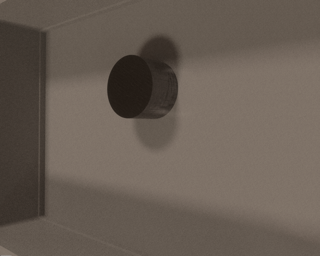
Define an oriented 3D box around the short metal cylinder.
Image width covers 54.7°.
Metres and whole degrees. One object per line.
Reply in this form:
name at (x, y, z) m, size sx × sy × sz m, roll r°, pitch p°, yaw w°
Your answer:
short metal cylinder at (-0.024, -0.052, 0.408) m, size 0.080 × 0.050 × 0.079 m, roll 0°, pitch 90°, yaw 39°
